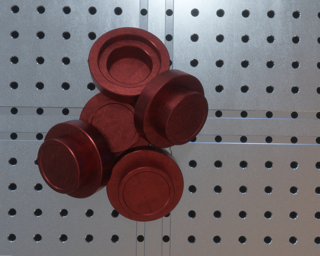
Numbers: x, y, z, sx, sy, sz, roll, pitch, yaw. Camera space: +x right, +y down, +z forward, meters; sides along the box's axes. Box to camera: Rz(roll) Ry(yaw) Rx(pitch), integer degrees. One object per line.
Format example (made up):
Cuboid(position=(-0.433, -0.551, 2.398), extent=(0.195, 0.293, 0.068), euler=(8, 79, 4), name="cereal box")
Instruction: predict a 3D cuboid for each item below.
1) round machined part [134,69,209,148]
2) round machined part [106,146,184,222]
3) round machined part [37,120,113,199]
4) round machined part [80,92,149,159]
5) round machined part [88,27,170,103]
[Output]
Cuboid(position=(0.020, -0.018, 0.376), extent=(0.042, 0.098, 0.098), euler=(34, 90, 41), name="round machined part")
Cuboid(position=(-0.018, 0.075, 0.392), extent=(0.099, 0.042, 0.097), euler=(-1, 102, -6), name="round machined part")
Cuboid(position=(-0.110, 0.041, 0.380), extent=(0.098, 0.042, 0.097), euler=(8, 106, 28), name="round machined part")
Cuboid(position=(-0.057, -0.003, 0.403), extent=(0.099, 0.042, 0.097), euler=(0, 90, -1), name="round machined part")
Cuboid(position=(-0.038, -0.075, 0.393), extent=(0.099, 0.042, 0.098), euler=(2, 69, -5), name="round machined part")
